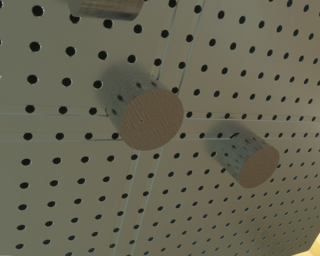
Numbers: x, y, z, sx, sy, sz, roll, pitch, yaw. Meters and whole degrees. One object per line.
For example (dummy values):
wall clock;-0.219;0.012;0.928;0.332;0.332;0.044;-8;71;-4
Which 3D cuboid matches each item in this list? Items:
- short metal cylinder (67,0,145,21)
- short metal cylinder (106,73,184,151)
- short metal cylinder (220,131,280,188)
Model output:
short metal cylinder;-0.048;-0.136;0.266;0.050;0.080;0.079;-5;121;-27
short metal cylinder;-0.019;-0.019;0.374;0.081;0.050;0.079;-14;125;-21
short metal cylinder;0.147;0.052;0.511;0.081;0.050;0.079;-14;125;-21
